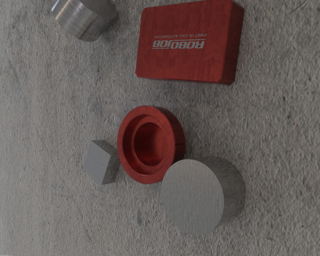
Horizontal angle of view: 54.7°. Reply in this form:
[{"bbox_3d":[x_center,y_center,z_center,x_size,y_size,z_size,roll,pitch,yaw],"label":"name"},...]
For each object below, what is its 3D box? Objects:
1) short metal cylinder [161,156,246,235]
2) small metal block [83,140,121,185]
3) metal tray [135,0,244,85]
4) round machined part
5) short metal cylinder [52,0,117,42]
[{"bbox_3d":[0.048,0.073,0.349,0.080,0.050,0.080,0,90,40],"label":"short metal cylinder"},{"bbox_3d":[-0.089,0.052,0.478,0.050,0.025,0.050,31,109,35],"label":"small metal block"},{"bbox_3d":[0.030,-0.102,0.377,0.130,0.030,0.089,11,97,39],"label":"metal tray"},{"bbox_3d":[-0.007,0.021,0.399,0.098,0.042,0.097,0,90,40],"label":"round machined part"},{"bbox_3d":[-0.112,-0.177,0.461,0.050,0.081,0.080,-39,67,33],"label":"short metal cylinder"}]
